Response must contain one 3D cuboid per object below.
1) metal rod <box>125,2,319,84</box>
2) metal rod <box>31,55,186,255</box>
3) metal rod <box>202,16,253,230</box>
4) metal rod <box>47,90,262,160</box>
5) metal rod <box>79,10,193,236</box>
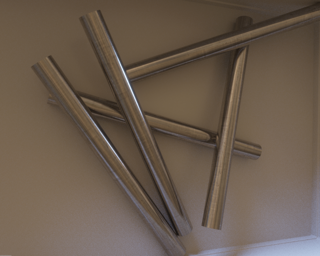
[{"bbox_3d":[0.093,-0.117,0.419,0.302,0.025,0.025,-20,97,-9],"label":"metal rod"},{"bbox_3d":[-0.051,0.049,0.376,0.025,0.025,0.299,-37,108,-16],"label":"metal rod"},{"bbox_3d":[0.095,-0.016,0.424,0.025,0.025,0.299,17,76,-20],"label":"metal rod"},{"bbox_3d":[0.008,-0.002,0.414,0.302,0.025,0.025,16,85,-20],"label":"metal rod"},{"bbox_3d":[-0.021,0.009,0.379,0.025,0.025,0.299,-29,109,-18],"label":"metal rod"}]
